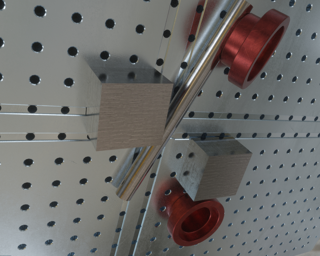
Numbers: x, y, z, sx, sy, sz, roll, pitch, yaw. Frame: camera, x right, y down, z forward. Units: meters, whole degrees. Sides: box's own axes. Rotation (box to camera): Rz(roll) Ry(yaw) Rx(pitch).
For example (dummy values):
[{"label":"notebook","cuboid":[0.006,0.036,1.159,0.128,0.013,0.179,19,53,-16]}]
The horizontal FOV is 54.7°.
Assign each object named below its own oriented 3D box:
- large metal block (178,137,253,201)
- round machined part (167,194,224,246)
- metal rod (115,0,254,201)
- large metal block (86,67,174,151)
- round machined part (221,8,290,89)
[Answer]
[{"label":"large metal block","cuboid":[0.084,0.061,0.479,0.081,0.050,0.079,-1,119,-28]},{"label":"round machined part","cuboid":[0.056,0.148,0.522,0.099,0.042,0.097,-14,124,-21]},{"label":"metal rod","cuboid":[0.025,-0.027,0.407,0.025,0.025,0.299,22,107,-36]},{"label":"large metal block","cuboid":[-0.038,-0.024,0.360,0.081,0.050,0.079,-4,120,-27]},{"label":"round machined part","cuboid":[0.111,-0.100,0.380,0.098,0.042,0.098,-47,162,-21]}]
